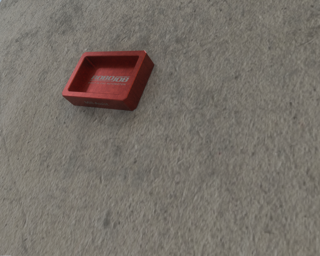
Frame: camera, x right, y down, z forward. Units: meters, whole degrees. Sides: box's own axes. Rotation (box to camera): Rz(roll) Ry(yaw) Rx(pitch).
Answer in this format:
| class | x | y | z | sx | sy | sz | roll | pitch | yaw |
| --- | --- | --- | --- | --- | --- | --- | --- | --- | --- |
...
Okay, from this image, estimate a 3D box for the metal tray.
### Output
| class | x | y | z | sx | sy | sz | roll | pitch | yaw |
| --- | --- | --- | --- | --- | --- | --- | --- | --- | --- |
| metal tray | -0.083 | -0.077 | 0.489 | 0.130 | 0.030 | 0.090 | 7 | 65 | 31 |
